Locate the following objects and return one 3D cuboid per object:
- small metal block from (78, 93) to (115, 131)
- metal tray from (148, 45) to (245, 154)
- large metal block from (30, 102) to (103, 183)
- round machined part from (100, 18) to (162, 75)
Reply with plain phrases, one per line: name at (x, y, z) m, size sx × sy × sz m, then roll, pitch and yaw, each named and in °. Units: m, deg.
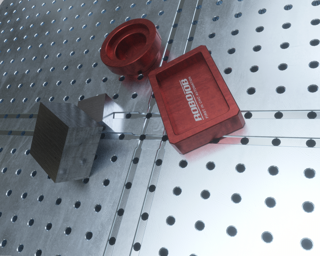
small metal block at (-0.099, -0.020, 0.471) m, size 0.050 × 0.025 × 0.050 m, roll -13°, pitch 56°, yaw 20°
metal tray at (0.043, -0.041, 0.406) m, size 0.090 × 0.030 × 0.130 m, roll -26°, pitch 53°, yaw 11°
large metal block at (-0.131, 0.017, 0.426) m, size 0.080 × 0.050 × 0.079 m, roll 33°, pitch 113°, yaw 38°
round machined part at (-0.042, -0.123, 0.493) m, size 0.098 × 0.042 × 0.098 m, roll -13°, pitch 56°, yaw 20°
